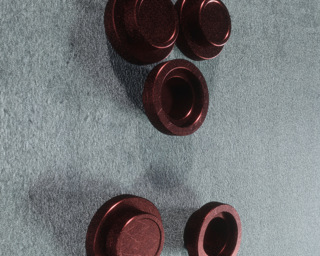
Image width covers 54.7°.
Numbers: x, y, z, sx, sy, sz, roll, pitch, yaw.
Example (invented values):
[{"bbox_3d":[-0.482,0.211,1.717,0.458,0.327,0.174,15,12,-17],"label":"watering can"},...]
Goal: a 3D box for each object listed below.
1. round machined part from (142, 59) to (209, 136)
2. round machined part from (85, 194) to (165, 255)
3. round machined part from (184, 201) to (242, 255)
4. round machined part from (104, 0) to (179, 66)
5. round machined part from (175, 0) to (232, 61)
[{"bbox_3d":[0.016,-0.039,0.407,0.099,0.042,0.097,0,90,-40],"label":"round machined part"},{"bbox_3d":[-0.033,0.130,0.366,0.099,0.042,0.097,0,90,-40],"label":"round machined part"},{"bbox_3d":[0.073,0.157,0.455,0.099,0.042,0.097,0,90,-40],"label":"round machined part"},{"bbox_3d":[-0.015,-0.129,0.381,0.099,0.042,0.097,0,90,-40],"label":"round machined part"},{"bbox_3d":[0.066,-0.149,0.448,0.099,0.042,0.097,0,90,-40],"label":"round machined part"}]
